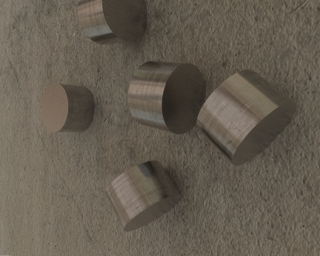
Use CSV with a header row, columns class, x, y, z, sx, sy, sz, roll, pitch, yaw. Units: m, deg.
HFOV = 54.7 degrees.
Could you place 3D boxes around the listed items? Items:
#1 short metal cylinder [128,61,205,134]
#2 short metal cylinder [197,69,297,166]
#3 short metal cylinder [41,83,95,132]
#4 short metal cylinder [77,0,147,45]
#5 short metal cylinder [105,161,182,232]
class,x,y,z,sx,sy,sz,roll,pitch,yaw
short metal cylinder,0.010,-0.037,0.361,0.050,0.081,0.079,14,99,39
short metal cylinder,0.083,-0.009,0.301,0.050,0.081,0.080,48,119,29
short metal cylinder,-0.154,-0.033,0.516,0.080,0.050,0.080,0,90,40
short metal cylinder,-0.063,-0.157,0.422,0.050,0.081,0.079,5,94,40
short metal cylinder,-0.020,0.085,0.386,0.080,0.081,0.050,-48,61,29
